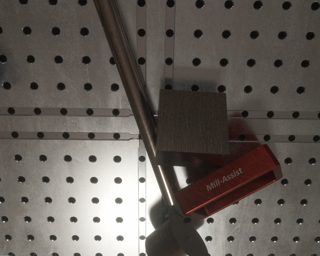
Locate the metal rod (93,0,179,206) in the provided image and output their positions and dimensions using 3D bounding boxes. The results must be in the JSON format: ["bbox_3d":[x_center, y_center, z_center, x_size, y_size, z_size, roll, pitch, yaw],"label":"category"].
[{"bbox_3d":[-0.025,-0.028,0.402,0.025,0.025,0.298,-16,110,5],"label":"metal rod"}]

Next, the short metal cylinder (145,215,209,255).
[{"bbox_3d":[0.025,0.175,0.449,0.080,0.080,0.050,42,104,-14],"label":"short metal cylinder"}]

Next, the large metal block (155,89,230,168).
[{"bbox_3d":[0.037,0.002,0.379,0.081,0.080,0.050,4,154,-2],"label":"large metal block"}]

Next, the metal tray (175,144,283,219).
[{"bbox_3d":[0.094,0.076,0.411,0.130,0.030,0.090,-31,152,10],"label":"metal tray"}]
